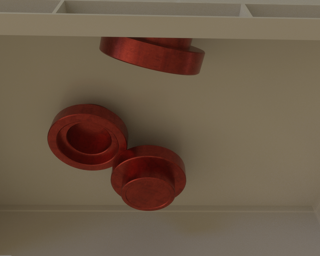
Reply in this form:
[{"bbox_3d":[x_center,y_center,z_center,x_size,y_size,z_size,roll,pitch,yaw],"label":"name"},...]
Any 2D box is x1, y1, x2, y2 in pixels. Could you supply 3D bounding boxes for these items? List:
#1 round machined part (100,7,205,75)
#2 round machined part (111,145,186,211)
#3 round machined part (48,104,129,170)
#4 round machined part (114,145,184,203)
[{"bbox_3d":[-0.004,-0.085,0.293,0.099,0.098,0.042,11,110,-10],"label":"round machined part"},{"bbox_3d":[-0.015,0.072,0.404,0.099,0.042,0.097,-1,130,0],"label":"round machined part"},{"bbox_3d":[-0.090,0.008,0.403,0.099,0.042,0.097,-1,130,0],"label":"round machined part"},{"bbox_3d":[-0.015,0.063,0.452,0.099,0.042,0.097,-1,130,0],"label":"round machined part"}]
